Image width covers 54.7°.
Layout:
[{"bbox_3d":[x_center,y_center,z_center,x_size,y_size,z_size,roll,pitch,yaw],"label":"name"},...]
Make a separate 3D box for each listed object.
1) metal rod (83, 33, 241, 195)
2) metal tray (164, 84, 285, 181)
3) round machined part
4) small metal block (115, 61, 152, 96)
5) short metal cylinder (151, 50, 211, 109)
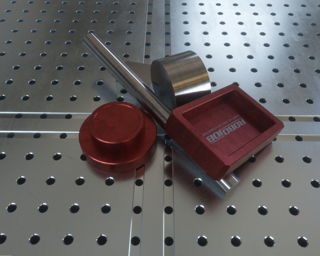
[{"bbox_3d":[-0.011,-0.033,0.413,0.025,0.025,0.300,-33,65,-24],"label":"metal rod"},{"bbox_3d":[0.081,-0.001,0.379,0.131,0.030,0.090,-25,61,-39],"label":"metal tray"},{"bbox_3d":[-0.053,0.004,0.391,0.099,0.042,0.098,0,50,0],"label":"round machined part"},{"bbox_3d":[-0.034,-0.073,0.469,0.050,0.025,0.050,10,51,8],"label":"small metal block"},{"bbox_3d":[0.026,-0.060,0.422,0.050,0.080,0.080,-20,53,-16],"label":"short metal cylinder"}]
